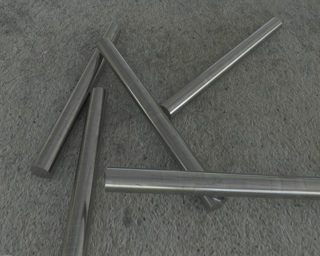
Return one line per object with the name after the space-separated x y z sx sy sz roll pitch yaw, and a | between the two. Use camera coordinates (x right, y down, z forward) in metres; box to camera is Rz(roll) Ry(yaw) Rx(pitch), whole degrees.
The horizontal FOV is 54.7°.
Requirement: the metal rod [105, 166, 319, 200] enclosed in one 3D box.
0.096 0.060 0.325 0.302 0.025 0.025 4 50 -8 | metal rod

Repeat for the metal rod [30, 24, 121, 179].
-0.109 -0.061 0.453 0.025 0.025 0.300 8 50 7 | metal rod

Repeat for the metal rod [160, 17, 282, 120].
0.108 -0.105 0.491 0.025 0.025 0.302 35 58 26 | metal rod

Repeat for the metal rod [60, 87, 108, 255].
-0.084 0.065 0.347 0.025 0.025 0.300 -1 50 -1 | metal rod

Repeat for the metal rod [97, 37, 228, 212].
-0.012 -0.023 0.407 0.025 0.025 0.300 -24 59 -19 | metal rod
